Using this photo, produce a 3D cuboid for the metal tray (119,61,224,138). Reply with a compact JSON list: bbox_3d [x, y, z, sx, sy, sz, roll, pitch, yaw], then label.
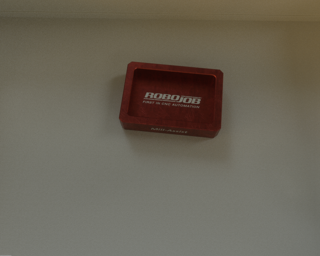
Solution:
[{"bbox_3d":[0.017,-0.039,0.421,0.131,0.030,0.090,6,70,2],"label":"metal tray"}]
